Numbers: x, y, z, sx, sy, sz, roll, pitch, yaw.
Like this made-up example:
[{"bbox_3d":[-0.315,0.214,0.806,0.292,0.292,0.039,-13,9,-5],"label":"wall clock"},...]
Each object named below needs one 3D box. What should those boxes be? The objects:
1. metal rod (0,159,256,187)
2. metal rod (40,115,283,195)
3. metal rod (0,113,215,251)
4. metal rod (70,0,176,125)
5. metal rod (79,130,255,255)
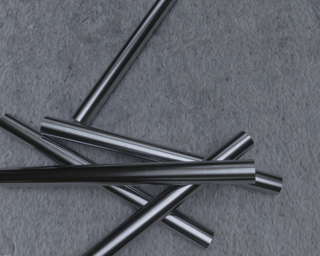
[{"bbox_3d":[-0.049,0.053,0.352,0.301,0.025,0.025,-3,70,12],"label":"metal rod"},{"bbox_3d":[0.001,0.034,0.388,0.302,0.025,0.025,14,71,2],"label":"metal rod"},{"bbox_3d":[-0.073,0.061,0.384,0.301,0.025,0.025,28,72,9],"label":"metal rod"},{"bbox_3d":[-0.033,-0.128,0.454,0.025,0.025,0.300,28,72,9],"label":"metal rod"},{"bbox_3d":[-0.016,0.100,0.344,0.301,0.025,0.025,-36,74,-10],"label":"metal rod"}]
